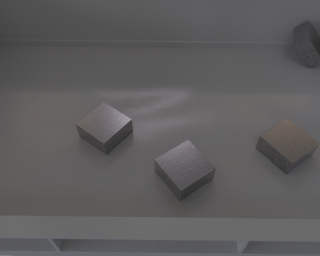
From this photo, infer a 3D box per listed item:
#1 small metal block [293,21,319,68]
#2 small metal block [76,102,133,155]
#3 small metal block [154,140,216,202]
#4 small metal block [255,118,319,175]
[{"bbox_3d":[0.239,-0.134,0.499,0.025,0.050,0.050,-20,40,42],"label":"small metal block"},{"bbox_3d":[-0.072,0.000,0.405,0.050,0.025,0.050,31,57,23],"label":"small metal block"},{"bbox_3d":[0.029,0.049,0.364,0.050,0.025,0.050,-29,56,-22],"label":"small metal block"},{"bbox_3d":[0.158,0.022,0.387,0.050,0.025,0.050,-29,56,-22],"label":"small metal block"}]
